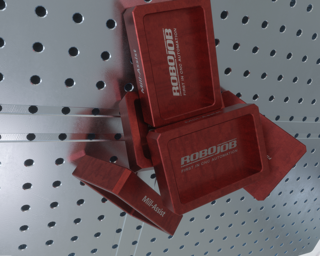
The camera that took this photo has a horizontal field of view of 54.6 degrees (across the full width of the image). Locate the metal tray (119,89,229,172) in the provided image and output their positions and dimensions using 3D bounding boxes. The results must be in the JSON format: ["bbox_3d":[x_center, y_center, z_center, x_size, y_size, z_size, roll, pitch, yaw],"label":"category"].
[{"bbox_3d":[0.022,0.000,0.381,0.131,0.090,0.030,-5,165,-24],"label":"metal tray"}]

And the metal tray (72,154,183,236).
[{"bbox_3d":[-0.039,0.087,0.398,0.130,0.090,0.030,49,63,-40],"label":"metal tray"}]

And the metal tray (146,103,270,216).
[{"bbox_3d":[0.058,0.031,0.349,0.131,0.030,0.090,-17,101,-22],"label":"metal tray"}]

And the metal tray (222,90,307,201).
[{"bbox_3d":[0.114,0.022,0.419,0.090,0.130,0.030,-53,158,9],"label":"metal tray"}]

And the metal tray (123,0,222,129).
[{"bbox_3d":[0.018,-0.073,0.348,0.091,0.030,0.129,-17,109,-20],"label":"metal tray"}]
